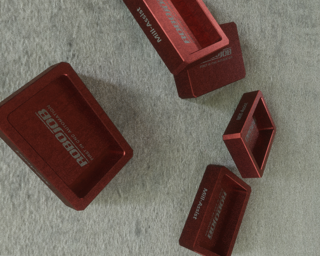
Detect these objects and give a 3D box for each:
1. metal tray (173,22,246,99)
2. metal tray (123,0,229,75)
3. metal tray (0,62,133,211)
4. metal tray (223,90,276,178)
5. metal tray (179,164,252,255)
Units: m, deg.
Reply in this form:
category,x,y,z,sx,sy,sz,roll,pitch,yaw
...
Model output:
category,x,y,z,sx,sy,sz,roll,pitch,yaw
metal tray,0.073,-0.104,0.465,0.131,0.030,0.089,-25,106,-38
metal tray,0.018,-0.139,0.387,0.091,0.030,0.130,-32,88,-36
metal tray,-0.096,0.010,0.321,0.090,0.030,0.130,-48,119,-29
metal tray,0.153,0.008,0.513,0.090,0.030,0.131,59,43,-23
metal tray,0.089,0.133,0.479,0.090,0.030,0.130,38,67,-34
